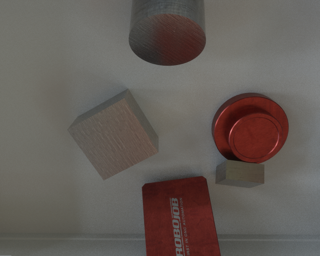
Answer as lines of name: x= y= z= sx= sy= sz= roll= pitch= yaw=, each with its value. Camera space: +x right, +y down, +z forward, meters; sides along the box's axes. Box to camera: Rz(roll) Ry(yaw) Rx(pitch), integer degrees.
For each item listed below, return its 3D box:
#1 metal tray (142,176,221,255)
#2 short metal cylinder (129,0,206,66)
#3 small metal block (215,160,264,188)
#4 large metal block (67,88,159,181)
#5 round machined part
metal tray: x=0.027 y=0.134 z=0.410 sx=0.091 sy=0.130 sz=0.030 roll=-8 pitch=148 yaw=2
short metal cylinder: x=0.008 y=-0.112 z=0.335 sx=0.081 sy=0.050 sz=0.080 roll=1 pitch=155 yaw=1
small metal block: x=0.107 y=0.063 z=0.420 sx=0.050 sy=0.050 sz=0.025 roll=8 pitch=72 yaw=-3
large metal block: x=-0.057 y=0.008 z=0.400 sx=0.080 sy=0.050 sz=0.080 roll=-28 pitch=108 yaw=9
round machined part: x=0.120 y=0.006 z=0.406 sx=0.099 sy=0.042 sz=0.097 roll=0 pitch=110 yaw=-1
